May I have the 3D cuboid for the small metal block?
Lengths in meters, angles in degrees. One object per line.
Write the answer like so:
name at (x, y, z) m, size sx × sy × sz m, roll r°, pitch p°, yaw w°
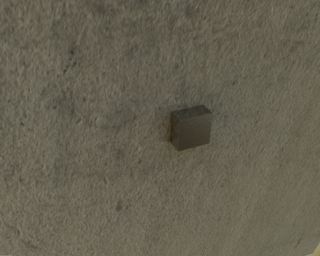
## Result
small metal block at (0.043, 0.000, 0.429) m, size 0.050 × 0.025 × 0.050 m, roll -13°, pitch 124°, yaw -22°
